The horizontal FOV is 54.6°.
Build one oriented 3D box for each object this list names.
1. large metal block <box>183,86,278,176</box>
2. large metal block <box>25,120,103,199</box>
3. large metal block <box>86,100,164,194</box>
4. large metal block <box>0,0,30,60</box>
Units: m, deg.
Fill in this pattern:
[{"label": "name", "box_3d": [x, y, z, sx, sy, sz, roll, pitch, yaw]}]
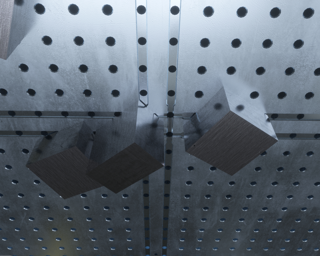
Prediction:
[{"label": "large metal block", "box_3d": [0.088, 0.006, 0.401, 0.080, 0.050, 0.080, 29, 124, -22]}, {"label": "large metal block", "box_3d": [-0.121, 0.047, 0.434, 0.080, 0.050, 0.080, -21, 127, 17]}, {"label": "large metal block", "box_3d": [-0.042, 0.024, 0.395, 0.080, 0.080, 0.050, -33, 123, 25]}, {"label": "large metal block", "box_3d": [-0.172, -0.123, 0.289, 0.080, 0.050, 0.080, 18, 128, -15]}]
